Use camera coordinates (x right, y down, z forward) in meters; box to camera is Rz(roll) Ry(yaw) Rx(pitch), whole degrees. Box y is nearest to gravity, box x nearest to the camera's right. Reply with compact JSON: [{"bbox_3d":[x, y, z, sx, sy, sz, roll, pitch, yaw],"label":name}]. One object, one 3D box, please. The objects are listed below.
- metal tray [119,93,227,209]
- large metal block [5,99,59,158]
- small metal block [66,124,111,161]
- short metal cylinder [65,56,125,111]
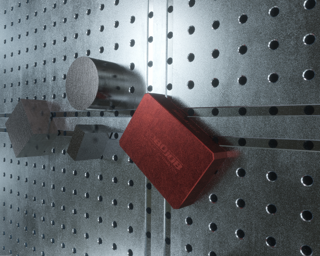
[{"bbox_3d":[0.010,0.026,0.398,0.130,0.030,0.089,45,117,30],"label":"metal tray"},{"bbox_3d":[-0.249,0.001,0.600,0.080,0.050,0.080,-43,64,31],"label":"large metal block"},{"bbox_3d":[-0.111,0.022,0.485,0.025,0.050,0.050,38,113,33],"label":"small metal block"},{"bbox_3d":[-0.100,-0.066,0.476,0.080,0.050,0.080,0,90,40],"label":"short metal cylinder"}]
